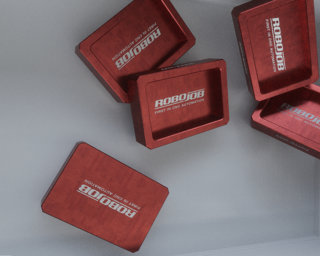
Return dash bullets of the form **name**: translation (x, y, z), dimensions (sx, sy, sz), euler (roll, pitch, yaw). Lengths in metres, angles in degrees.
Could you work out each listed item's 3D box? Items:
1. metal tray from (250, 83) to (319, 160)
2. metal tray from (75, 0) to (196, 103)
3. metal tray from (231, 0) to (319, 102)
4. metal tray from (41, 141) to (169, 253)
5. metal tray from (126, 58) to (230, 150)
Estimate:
- **metal tray**: translation (0.209, -0.016, 0.444), dimensions (0.130, 0.030, 0.090), euler (28, 78, 22)
- **metal tray**: translation (-0.028, -0.104, 0.391), dimensions (0.130, 0.030, 0.090), euler (-44, 111, -15)
- **metal tray**: translation (0.154, -0.107, 0.408), dimensions (0.090, 0.030, 0.129), euler (-19, 124, 7)
- **metal tray**: translation (-0.065, 0.085, 0.384), dimensions (0.130, 0.030, 0.090), euler (32, 80, -17)
- **metal tray**: translation (0.028, -0.034, 0.397), dimensions (0.131, 0.030, 0.089), euler (-17, 110, -27)
